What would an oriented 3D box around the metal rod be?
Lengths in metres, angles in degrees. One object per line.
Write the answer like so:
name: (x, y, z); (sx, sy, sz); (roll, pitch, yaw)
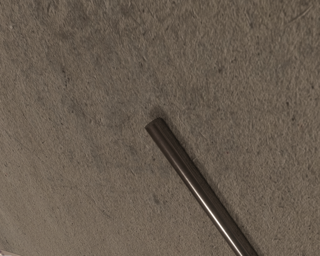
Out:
metal rod: (0.075, 0.113, 0.436); (0.025, 0.025, 0.299); (-26, 104, 37)
